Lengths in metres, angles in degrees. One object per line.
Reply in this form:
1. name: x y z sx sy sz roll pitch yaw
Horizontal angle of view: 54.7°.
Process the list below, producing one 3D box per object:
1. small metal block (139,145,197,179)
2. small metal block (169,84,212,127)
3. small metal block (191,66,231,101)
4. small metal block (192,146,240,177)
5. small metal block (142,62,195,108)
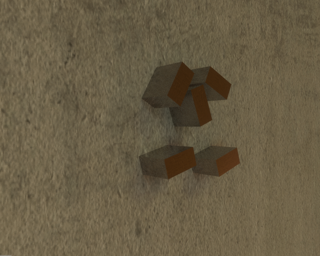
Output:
1. small metal block: 0.010 0.042 0.399 0.050 0.050 0.025 -19 103 -39
2. small metal block: 0.039 -0.030 0.423 0.025 0.050 0.050 -27 107 -37
3. small metal block: 0.065 -0.062 0.445 0.050 0.050 0.025 30 71 -36
4. small metal block: 0.081 0.048 0.459 0.050 0.050 0.025 -23 105 -38
5. small metal block: 0.010 -0.054 0.399 0.025 0.050 0.050 37 67 -35
